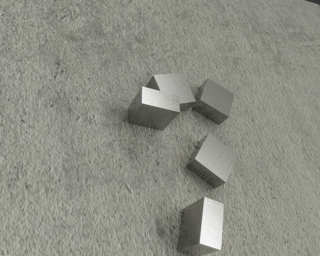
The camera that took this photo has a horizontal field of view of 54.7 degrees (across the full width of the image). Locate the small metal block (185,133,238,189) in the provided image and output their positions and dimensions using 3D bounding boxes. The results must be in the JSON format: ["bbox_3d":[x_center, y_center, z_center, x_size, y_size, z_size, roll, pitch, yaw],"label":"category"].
[{"bbox_3d":[0.070,0.044,0.414,0.050,0.025,0.050,38,51,-3],"label":"small metal block"}]

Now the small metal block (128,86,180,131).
[{"bbox_3d":[-0.009,-0.023,0.397,0.050,0.050,0.025,12,57,-22],"label":"small metal block"}]

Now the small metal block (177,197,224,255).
[{"bbox_3d":[0.045,0.111,0.344,0.025,0.050,0.050,23,53,-15],"label":"small metal block"}]

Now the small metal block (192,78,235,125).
[{"bbox_3d":[0.082,-0.041,0.472,0.050,0.025,0.050,30,52,-9],"label":"small metal block"}]

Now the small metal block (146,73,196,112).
[{"bbox_3d":[0.016,-0.050,0.442,0.050,0.025,0.050,-10,67,-33],"label":"small metal block"}]
